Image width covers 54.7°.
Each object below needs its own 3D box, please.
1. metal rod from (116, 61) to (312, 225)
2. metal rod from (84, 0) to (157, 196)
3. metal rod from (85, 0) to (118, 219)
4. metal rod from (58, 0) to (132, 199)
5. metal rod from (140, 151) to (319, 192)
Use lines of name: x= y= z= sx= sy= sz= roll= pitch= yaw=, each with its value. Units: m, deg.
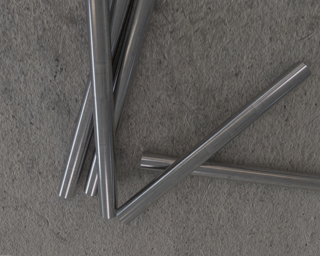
metal rod: x=0.064 y=0.022 z=0.398 sx=0.300 sy=0.025 sz=0.025 roll=-40 pitch=106 yaw=5
metal rod: x=-0.052 y=-0.044 z=0.392 sx=0.025 sy=0.025 sz=0.298 roll=16 pitch=109 yaw=-6
metal rod: x=-0.068 y=-0.023 z=0.372 sx=0.025 sy=0.025 sz=0.298 roll=0 pitch=110 yaw=0
metal rod: x=-0.085 y=-0.039 z=0.394 sx=0.025 sy=0.025 sz=0.298 roll=18 pitch=109 yaw=-7
metal rod: x=0.124 y=0.064 z=0.434 sx=0.302 sy=0.025 sz=0.025 roll=8 pitch=110 yaw=-3
